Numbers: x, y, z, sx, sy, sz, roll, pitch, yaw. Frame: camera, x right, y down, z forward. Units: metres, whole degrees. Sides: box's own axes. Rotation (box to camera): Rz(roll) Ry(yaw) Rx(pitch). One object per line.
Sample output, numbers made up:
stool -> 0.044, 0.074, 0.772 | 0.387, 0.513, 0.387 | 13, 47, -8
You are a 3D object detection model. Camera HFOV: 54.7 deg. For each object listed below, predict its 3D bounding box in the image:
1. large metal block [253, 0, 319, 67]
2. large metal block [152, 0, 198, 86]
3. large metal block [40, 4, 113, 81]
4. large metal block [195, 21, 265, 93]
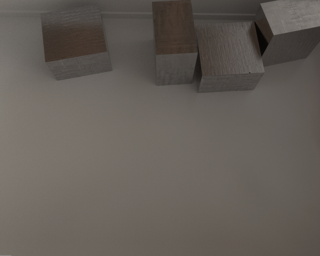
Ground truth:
large metal block -> 0.173, -0.132, 0.430 | 0.081, 0.080, 0.050 | -12, 71, -5
large metal block -> 0.018, -0.113, 0.422 | 0.050, 0.080, 0.080 | -4, 70, -1
large metal block -> -0.117, -0.121, 0.440 | 0.081, 0.050, 0.080 | -11, 71, -4
large metal block -> 0.091, -0.098, 0.433 | 0.081, 0.050, 0.080 | -3, 70, -2
